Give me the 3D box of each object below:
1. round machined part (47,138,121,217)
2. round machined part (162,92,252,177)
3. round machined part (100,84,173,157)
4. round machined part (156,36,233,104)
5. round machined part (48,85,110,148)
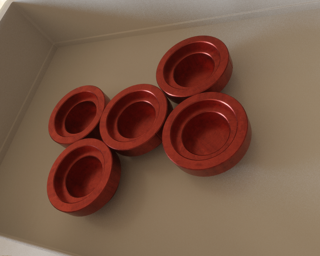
[{"bbox_3d":[-0.092,0.065,0.399,0.098,0.042,0.098,-13,56,21],"label":"round machined part"},{"bbox_3d":[0.056,0.010,0.356,0.098,0.042,0.098,-13,56,21],"label":"round machined part"},{"bbox_3d":[-0.027,-0.007,0.409,0.098,0.042,0.098,-13,56,21],"label":"round machined part"},{"bbox_3d":[0.048,-0.071,0.410,0.098,0.042,0.098,-13,56,21],"label":"round machined part"},{"bbox_3d":[-0.111,-0.011,0.458,0.098,0.042,0.098,-13,56,21],"label":"round machined part"}]
